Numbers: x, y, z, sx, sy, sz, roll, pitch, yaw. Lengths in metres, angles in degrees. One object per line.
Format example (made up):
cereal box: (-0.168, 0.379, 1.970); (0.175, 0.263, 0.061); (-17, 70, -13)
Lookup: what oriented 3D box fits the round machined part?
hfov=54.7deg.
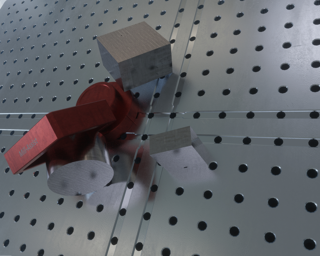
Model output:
round machined part: (-0.085, -0.030, 0.460); (0.098, 0.042, 0.098); (-13, 56, 21)

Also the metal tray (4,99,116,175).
metal tray: (-0.129, 0.012, 0.398); (0.130, 0.091, 0.030); (-31, 85, 38)

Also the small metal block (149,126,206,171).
small metal block: (0.021, 0.026, 0.365); (0.050, 0.050, 0.025); (-15, 56, 20)

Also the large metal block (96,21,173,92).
large metal block: (-0.038, -0.109, 0.461); (0.081, 0.050, 0.080); (-25, 49, -17)

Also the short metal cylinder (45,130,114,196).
short metal cylinder: (-0.105, 0.045, 0.400); (0.080, 0.080, 0.050); (-29, 52, 10)
